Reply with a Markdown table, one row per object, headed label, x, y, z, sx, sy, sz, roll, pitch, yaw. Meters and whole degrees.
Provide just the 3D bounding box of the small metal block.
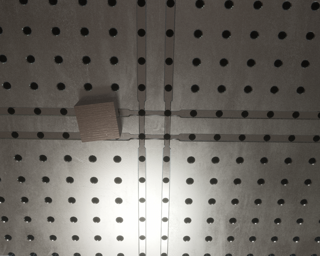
| label | x | y | z | sx | sy | sz | roll | pitch | yaw |
| --- | --- | --- | --- | --- | --- | --- | --- | --- | --- |
| small metal block | -0.080 | -0.011 | 0.408 | 0.050 | 0.025 | 0.050 | -7 | 110 | 2 |
